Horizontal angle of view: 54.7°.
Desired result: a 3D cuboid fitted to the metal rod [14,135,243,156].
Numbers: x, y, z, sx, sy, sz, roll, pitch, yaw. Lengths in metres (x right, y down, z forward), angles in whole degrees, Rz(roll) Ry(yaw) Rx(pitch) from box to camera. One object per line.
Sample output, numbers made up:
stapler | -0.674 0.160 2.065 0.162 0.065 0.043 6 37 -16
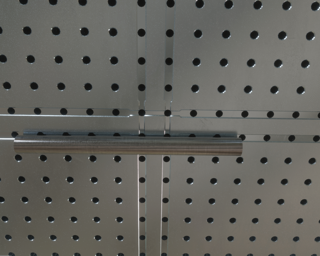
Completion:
metal rod | -0.041 0.024 0.421 0.302 0.025 0.025 1 110 -1
